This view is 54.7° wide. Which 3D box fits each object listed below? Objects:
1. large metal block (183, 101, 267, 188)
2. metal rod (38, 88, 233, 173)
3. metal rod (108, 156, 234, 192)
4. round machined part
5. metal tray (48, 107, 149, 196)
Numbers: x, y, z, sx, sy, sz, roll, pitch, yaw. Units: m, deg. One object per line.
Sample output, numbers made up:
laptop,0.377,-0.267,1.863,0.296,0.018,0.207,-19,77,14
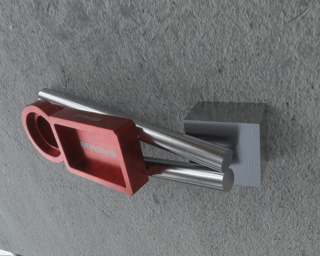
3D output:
large metal block,0.078,0.017,0.358,0.080,0.050,0.079,4,120,26
metal rod,-0.053,-0.008,0.388,0.300,0.025,0.025,19,127,32
metal rod,-0.043,0.047,0.417,0.300,0.025,0.025,3,121,41
round machined part,-0.161,0.001,0.473,0.098,0.042,0.097,21,129,28
metal tray,-0.080,0.026,0.395,0.130,0.030,0.089,11,124,37
